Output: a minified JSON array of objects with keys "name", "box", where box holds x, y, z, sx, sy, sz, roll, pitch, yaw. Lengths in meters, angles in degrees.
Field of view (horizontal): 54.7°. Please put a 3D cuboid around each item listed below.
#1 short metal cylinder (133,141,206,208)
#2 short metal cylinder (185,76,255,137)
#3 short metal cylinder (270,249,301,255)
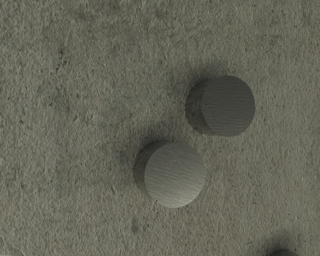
[{"name":"short metal cylinder","box":[0.011,0.057,0.400,0.081,0.050,0.080,0,90,-20]},{"name":"short metal cylinder","box":[0.082,-0.029,0.426,0.081,0.050,0.080,0,90,-20]},{"name":"short metal cylinder","box":[0.202,0.234,0.470,0.081,0.050,0.080,0,90,-20]}]
